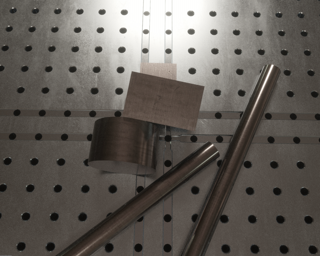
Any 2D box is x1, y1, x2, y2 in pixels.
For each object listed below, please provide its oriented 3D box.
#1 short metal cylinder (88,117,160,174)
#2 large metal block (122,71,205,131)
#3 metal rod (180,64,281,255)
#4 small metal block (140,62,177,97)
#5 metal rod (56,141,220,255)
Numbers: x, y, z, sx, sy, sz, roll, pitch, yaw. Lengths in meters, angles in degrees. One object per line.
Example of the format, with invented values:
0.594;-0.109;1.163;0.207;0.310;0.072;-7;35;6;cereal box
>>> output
-0.042;0.024;0.373;0.080;0.080;0.050;5;72;1;short metal cylinder
0.004;-0.030;0.375;0.080;0.080;0.050;12;91;0;large metal block
0.093;0.043;0.397;0.025;0.025;0.300;25;72;8;metal rod
-0.003;-0.063;0.435;0.050;0.025;0.050;2;70;0;small metal block
-0.051;0.112;0.369;0.301;0.025;0.025;-35;74;-12;metal rod
